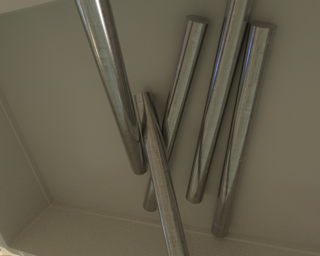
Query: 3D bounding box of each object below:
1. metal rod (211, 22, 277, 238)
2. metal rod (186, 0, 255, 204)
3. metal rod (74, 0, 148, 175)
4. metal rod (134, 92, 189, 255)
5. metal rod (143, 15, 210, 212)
[{"bbox_3d":[0.093,0.027,0.375,0.025,0.025,0.298,16,125,19],"label":"metal rod"},{"bbox_3d":[0.064,-0.023,0.360,0.025,0.025,0.298,19,126,17],"label":"metal rod"},{"bbox_3d":[-0.040,-0.021,0.338,0.025,0.025,0.299,20,151,16],"label":"metal rod"},{"bbox_3d":[0.011,0.102,0.382,0.025,0.025,0.298,-16,83,34],"label":"metal rod"},{"bbox_3d":[0.012,0.006,0.405,0.025,0.025,0.298,23,127,14],"label":"metal rod"}]
